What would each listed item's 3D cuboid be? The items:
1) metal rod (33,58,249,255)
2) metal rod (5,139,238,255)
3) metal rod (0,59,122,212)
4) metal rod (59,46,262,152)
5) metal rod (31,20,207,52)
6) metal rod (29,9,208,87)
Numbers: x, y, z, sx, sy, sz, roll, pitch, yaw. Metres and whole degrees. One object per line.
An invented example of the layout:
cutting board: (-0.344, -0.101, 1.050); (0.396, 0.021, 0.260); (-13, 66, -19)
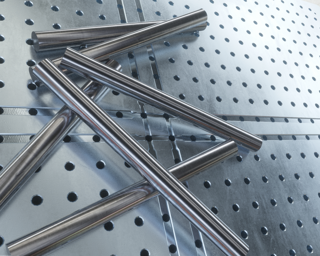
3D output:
metal rod: (-0.022, 0.035, 0.341); (0.300, 0.025, 0.025); (43, 51, 1)
metal rod: (-0.014, 0.070, 0.357); (0.302, 0.025, 0.025); (-20, 73, -35)
metal rod: (-0.124, 0.017, 0.330); (0.025, 0.025, 0.301); (35, 51, -5)
metal rod: (0.017, -0.029, 0.414); (0.302, 0.025, 0.025); (23, 53, -22)
metal rod: (-0.040, -0.149, 0.476); (0.302, 0.025, 0.025); (-19, 72, -35)
metal rod: (-0.038, -0.125, 0.446); (0.302, 0.025, 0.025); (-31, 79, -32)
